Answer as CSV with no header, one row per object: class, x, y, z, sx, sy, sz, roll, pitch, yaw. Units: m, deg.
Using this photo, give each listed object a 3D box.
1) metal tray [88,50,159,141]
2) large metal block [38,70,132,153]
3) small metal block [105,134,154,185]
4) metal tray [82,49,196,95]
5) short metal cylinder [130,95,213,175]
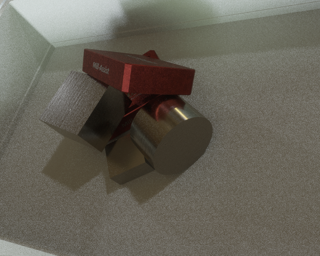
metal tray,-0.046,-0.047,0.451,0.130,0.030,0.090,-30,52,8
large metal block,-0.098,-0.024,0.411,0.080,0.050,0.080,18,71,34
small metal block,-0.040,0.038,0.400,0.050,0.025,0.050,-26,53,12
metal tray,-0.031,-0.071,0.383,0.130,0.091,0.030,31,117,52
short metal cylinder,0.013,0.007,0.357,0.080,0.080,0.050,-43,51,-2
